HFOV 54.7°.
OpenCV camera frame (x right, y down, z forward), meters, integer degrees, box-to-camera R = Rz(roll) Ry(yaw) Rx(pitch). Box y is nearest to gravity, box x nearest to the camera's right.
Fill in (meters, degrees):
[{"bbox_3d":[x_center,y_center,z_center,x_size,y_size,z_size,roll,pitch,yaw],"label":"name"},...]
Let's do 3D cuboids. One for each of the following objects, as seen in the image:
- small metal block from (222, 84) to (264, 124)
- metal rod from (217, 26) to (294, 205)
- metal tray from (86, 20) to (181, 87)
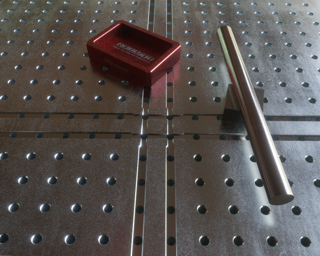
[{"bbox_3d":[0.117,-0.033,0.436,0.050,0.025,0.050,11,51,9],"label":"small metal block"},{"bbox_3d":[0.114,-0.042,0.410,0.025,0.025,0.300,-3,50,-2],"label":"metal rod"},{"bbox_3d":[-0.043,-0.127,0.509,0.130,0.030,0.090,28,55,22],"label":"metal tray"}]
